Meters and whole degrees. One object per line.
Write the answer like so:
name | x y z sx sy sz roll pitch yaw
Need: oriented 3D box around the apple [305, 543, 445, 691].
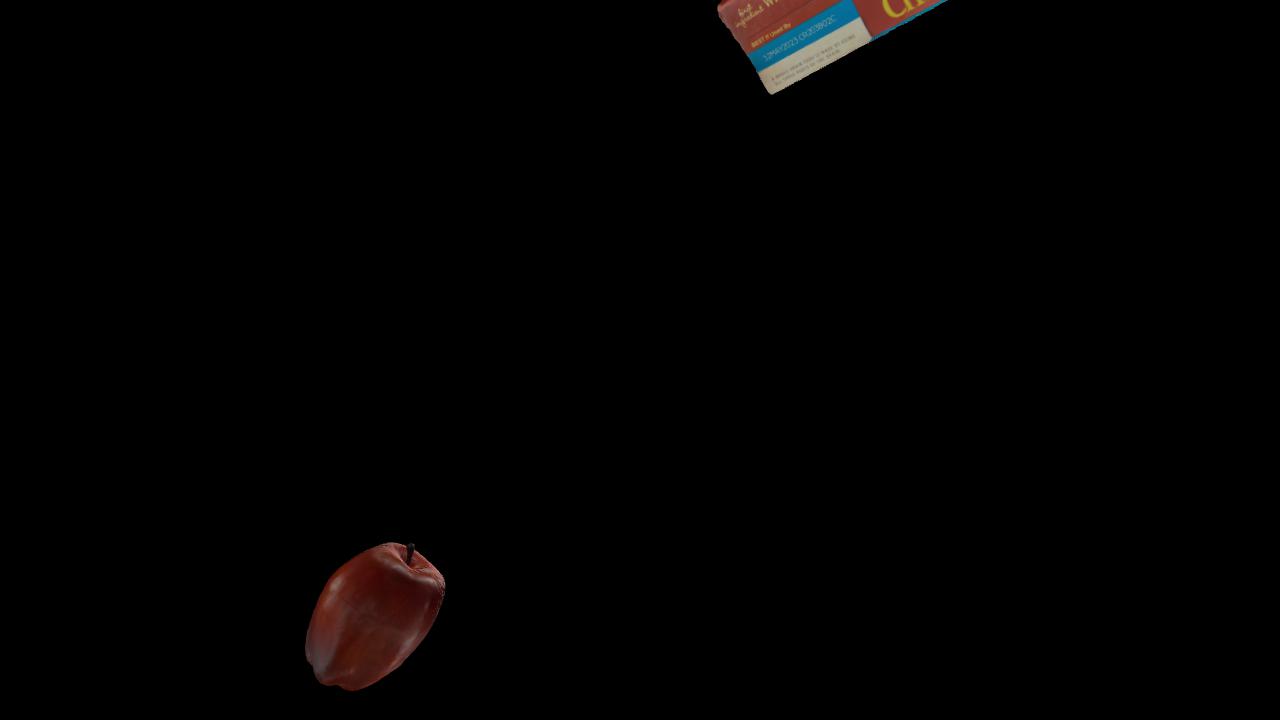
apple | -0.175 0.167 0.411 0.079 0.093 0.079 28 -14 8

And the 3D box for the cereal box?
cereal box | 0.183 -0.332 0.415 0.203 0.306 0.081 -15 -46 41
